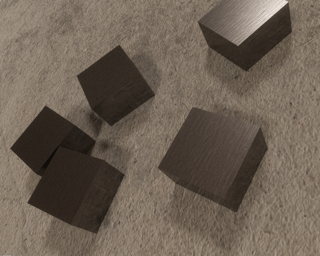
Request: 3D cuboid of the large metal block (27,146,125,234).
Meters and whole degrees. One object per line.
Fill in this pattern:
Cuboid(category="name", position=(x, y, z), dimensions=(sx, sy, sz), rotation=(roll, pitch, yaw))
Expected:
Cuboid(category="large metal block", position=(-0.105, 0.077, 0.394), dimensions=(0.080, 0.050, 0.080), rotation=(12, 68, 32))

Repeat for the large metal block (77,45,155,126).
Cuboid(category="large metal block", position=(-0.066, -0.063, 0.460), dimensions=(0.080, 0.050, 0.080), rotation=(-35, 51, 4))

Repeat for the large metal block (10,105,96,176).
Cuboid(category="large metal block", position=(-0.156, 0.025, 0.452), dimensions=(0.080, 0.050, 0.080), rotation=(28, 77, 37))

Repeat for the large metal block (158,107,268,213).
Cuboid(category="large metal block", position=(0.059, 0.032, 0.337), dimensions=(0.080, 0.050, 0.080), rotation=(20, 72, 35))

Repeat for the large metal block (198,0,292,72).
Cuboid(category="large metal block", position=(0.112, -0.135, 0.411), dimensions=(0.080, 0.050, 0.080), rotation=(-41, 51, -1))
